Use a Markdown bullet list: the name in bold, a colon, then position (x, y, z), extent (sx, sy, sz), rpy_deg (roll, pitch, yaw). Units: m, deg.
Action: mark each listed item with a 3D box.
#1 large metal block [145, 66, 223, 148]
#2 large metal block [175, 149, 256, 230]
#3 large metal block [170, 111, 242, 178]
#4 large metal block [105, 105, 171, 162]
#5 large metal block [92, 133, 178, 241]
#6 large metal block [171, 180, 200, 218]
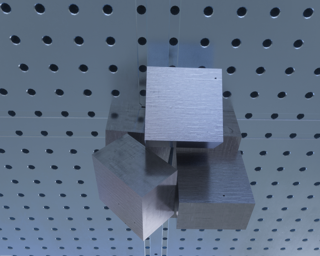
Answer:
- **large metal block**: position (0.025, -0.021, 0.348), extent (0.080, 0.080, 0.050), rpy_deg (2, 168, -2)
- **large metal block**: position (0.059, 0.072, 0.371), extent (0.080, 0.080, 0.050), rpy_deg (1, 130, -1)
- **large metal block**: position (0.056, 0.023, 0.415), extent (0.080, 0.050, 0.080), rpy_deg (2, 130, -2)
- **large metal block**: position (-0.029, 0.020, 0.412), extent (0.080, 0.050, 0.080), rpy_deg (5, 130, -5)
- **large metal block**: position (-0.029, 0.066, 0.355), extent (0.080, 0.050, 0.080), rpy_deg (33, 140, 32)
- **large metal block**: position (0.016, 0.097, 0.451), extent (0.080, 0.050, 0.080), rpy_deg (2, 175, -1)
